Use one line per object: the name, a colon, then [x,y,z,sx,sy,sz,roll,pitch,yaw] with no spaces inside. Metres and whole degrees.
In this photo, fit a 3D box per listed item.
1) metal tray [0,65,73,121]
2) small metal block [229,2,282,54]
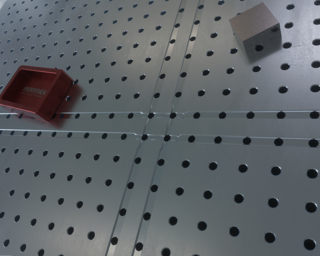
metal tray: [-0.231,-0.067,0.567,0.130,0.030,0.090,12,68,33]
small metal block: [0.130,-0.137,0.424,0.050,0.025,0.050,-25,53,12]
